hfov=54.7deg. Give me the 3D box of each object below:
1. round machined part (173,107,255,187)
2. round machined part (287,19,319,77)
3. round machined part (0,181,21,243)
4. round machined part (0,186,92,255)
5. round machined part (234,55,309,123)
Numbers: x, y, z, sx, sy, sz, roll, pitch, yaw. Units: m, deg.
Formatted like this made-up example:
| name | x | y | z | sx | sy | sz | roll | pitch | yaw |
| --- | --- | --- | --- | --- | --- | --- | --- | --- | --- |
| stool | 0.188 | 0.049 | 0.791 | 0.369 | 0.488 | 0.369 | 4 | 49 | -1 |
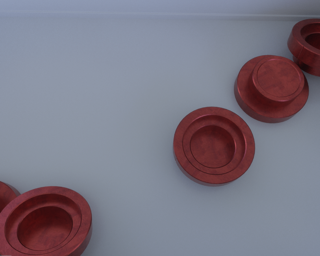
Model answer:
| name | x | y | z | sx | sy | sz | roll | pitch | yaw |
| --- | --- | --- | --- | --- | --- | --- | --- | --- | --- |
| round machined part | 0.065 | 0.026 | 0.392 | 0.099 | 0.042 | 0.098 | 0 | 70 | -1 |
| round machined part | 0.227 | -0.108 | 0.432 | 0.099 | 0.042 | 0.098 | 2 | 49 | -2 |
| round machined part | -0.212 | 0.107 | 0.359 | 0.099 | 0.042 | 0.098 | 0 | 70 | -1 |
| round machined part | -0.125 | 0.115 | 0.342 | 0.099 | 0.042 | 0.098 | 5 | 38 | -4 |
| round machined part | 0.155 | -0.059 | 0.424 | 0.099 | 0.042 | 0.098 | 0 | 70 | 0 |
